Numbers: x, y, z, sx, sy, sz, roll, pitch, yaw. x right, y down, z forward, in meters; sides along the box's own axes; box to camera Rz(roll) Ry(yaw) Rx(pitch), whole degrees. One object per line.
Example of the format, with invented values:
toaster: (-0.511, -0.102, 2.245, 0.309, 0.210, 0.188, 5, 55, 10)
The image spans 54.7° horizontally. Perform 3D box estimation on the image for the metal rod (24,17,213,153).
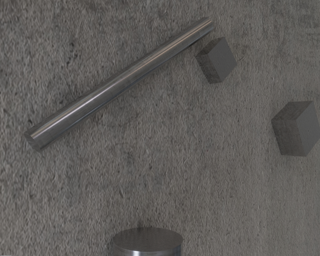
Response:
metal rod: (-0.027, -0.069, 0.381, 0.302, 0.025, 0.025, -41, 115, -32)

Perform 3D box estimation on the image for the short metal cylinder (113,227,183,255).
short metal cylinder: (-0.014, 0.152, 0.357, 0.081, 0.080, 0.050, 1, 90, -40)

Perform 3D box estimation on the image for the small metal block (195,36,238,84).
small metal block: (0.088, -0.104, 0.478, 0.050, 0.025, 0.050, -48, 119, -29)

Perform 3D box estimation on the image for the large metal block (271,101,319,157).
large metal block: (0.273, 0.000, 0.617, 0.080, 0.050, 0.080, -37, 113, -34)
